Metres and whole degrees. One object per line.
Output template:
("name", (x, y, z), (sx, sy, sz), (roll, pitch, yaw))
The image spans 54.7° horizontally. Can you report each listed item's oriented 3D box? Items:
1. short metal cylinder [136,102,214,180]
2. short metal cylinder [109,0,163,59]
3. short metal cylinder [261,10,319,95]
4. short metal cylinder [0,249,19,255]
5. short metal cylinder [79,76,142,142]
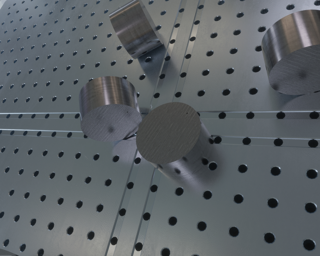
("short metal cylinder", (0.019, 0.016, 0.373), (0.080, 0.050, 0.080), (-13, 56, 21))
("short metal cylinder", (-0.036, -0.156, 0.488), (0.050, 0.080, 0.080), (-26, 53, 12))
("short metal cylinder", (0.157, -0.080, 0.340), (0.080, 0.080, 0.050), (-13, 57, 21))
("short metal cylinder", (-0.188, 0.181, 0.361), (0.080, 0.080, 0.050), (17, 71, 34))
("short metal cylinder", (-0.068, -0.025, 0.424), (0.080, 0.080, 0.050), (-24, 53, 13))
